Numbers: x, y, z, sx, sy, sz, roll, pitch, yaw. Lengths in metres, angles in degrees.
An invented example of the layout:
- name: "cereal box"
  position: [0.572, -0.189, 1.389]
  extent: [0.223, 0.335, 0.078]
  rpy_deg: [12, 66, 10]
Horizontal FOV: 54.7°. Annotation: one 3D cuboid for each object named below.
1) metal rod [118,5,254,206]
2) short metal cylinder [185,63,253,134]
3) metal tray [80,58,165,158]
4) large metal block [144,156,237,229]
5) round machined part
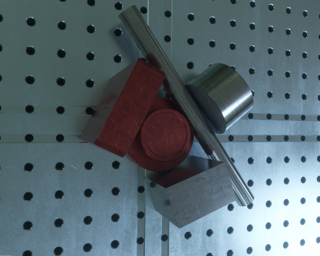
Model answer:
- name: "metal rod"
  position: [0.041, -0.020, 0.406]
  extent: [0.025, 0.025, 0.299]
  rpy_deg: [-37, 102, -16]
- name: "short metal cylinder"
  position: [0.075, -0.039, 0.411]
  extent: [0.050, 0.080, 0.080]
  rpy_deg: [-39, 103, -16]
- name: "metal tray"
  position: [-0.047, -0.020, 0.340]
  extent: [0.030, 0.130, 0.090]
  rpy_deg: [29, 80, -18]
- name: "large metal block"
  position: [0.036, 0.077, 0.398]
  extent: [0.081, 0.080, 0.050]
  rpy_deg: [-20, 97, -19]
- name: "round machined part"
  position: [0.001, 0.009, 0.405]
  extent: [0.099, 0.042, 0.097]
  rpy_deg: [0, 90, -21]
